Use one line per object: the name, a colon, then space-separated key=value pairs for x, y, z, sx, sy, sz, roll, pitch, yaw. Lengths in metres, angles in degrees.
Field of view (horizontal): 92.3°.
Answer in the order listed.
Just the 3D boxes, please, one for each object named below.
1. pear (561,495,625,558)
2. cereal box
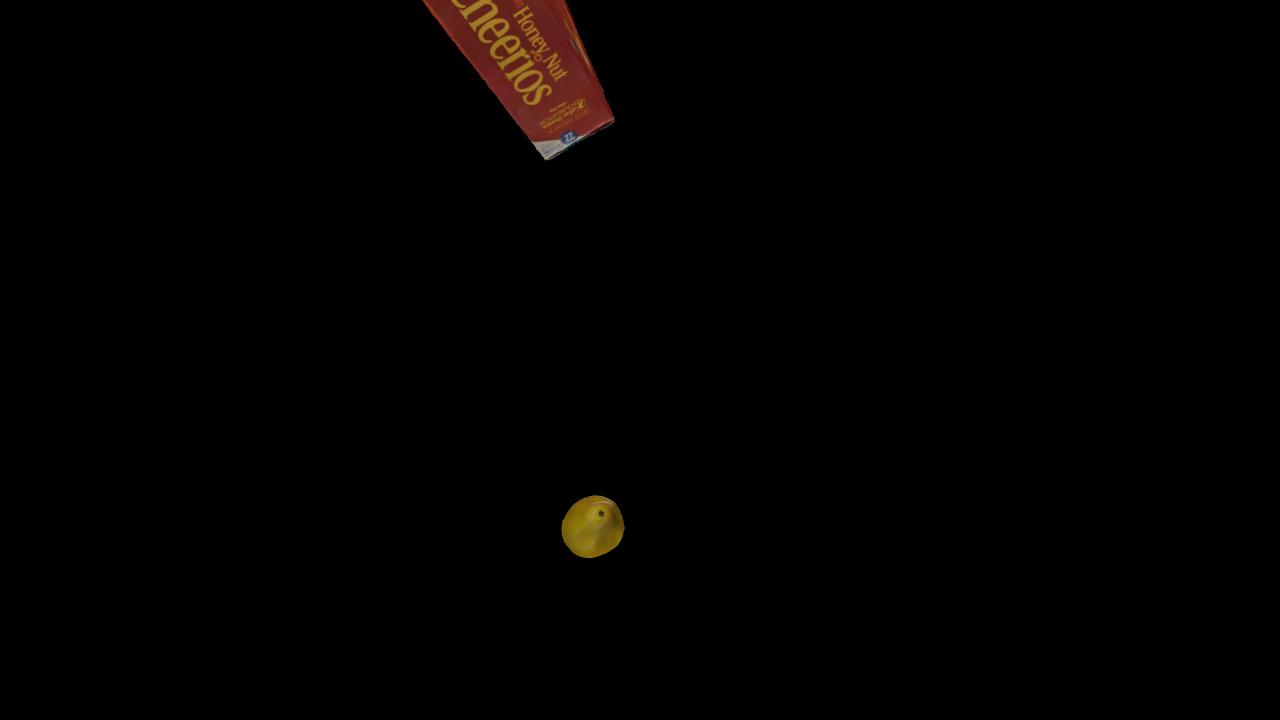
pear: x=-0.052 y=0.197 z=0.761 sx=0.080 sy=0.080 sz=0.111 roll=0 pitch=-35 yaw=-25
cereal box: x=-0.133 y=-0.317 z=0.433 sx=0.081 sy=0.203 sz=0.306 roll=-25 pitch=-30 yaw=11
